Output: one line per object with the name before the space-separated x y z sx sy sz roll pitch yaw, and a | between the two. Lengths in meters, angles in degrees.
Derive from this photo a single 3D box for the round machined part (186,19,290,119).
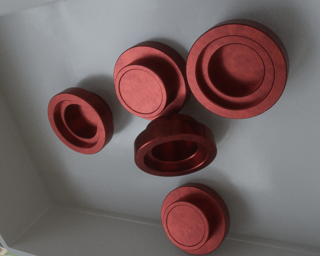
round machined part | 0.080 -0.062 0.317 0.098 0.042 0.097 13 124 21

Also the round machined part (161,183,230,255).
round machined part | 0.044 0.129 0.431 0.098 0.042 0.097 3 95 29

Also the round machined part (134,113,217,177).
round machined part | 0.017 0.019 0.380 0.099 0.042 0.098 -4 144 -3

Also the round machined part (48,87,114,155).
round machined part | -0.108 -0.014 0.446 0.098 0.042 0.097 13 124 21

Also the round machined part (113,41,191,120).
round machined part | -0.014 -0.051 0.374 0.098 0.042 0.097 13 124 21
